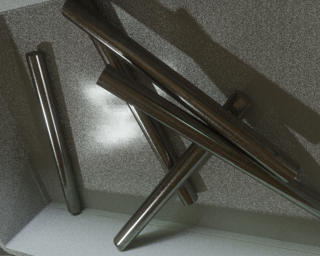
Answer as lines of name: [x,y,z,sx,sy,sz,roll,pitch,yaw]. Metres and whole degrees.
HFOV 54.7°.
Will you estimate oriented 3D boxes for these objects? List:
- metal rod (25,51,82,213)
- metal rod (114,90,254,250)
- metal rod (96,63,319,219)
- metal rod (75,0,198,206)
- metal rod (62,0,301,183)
metal rod: [-0.168,0.024,0.509,0.025,0.025,0.298,10,123,22]
metal rod: [0.016,0.072,0.410,0.025,0.025,0.298,37,119,3]
metal rod: [0.068,0.021,0.343,0.301,0.025,0.025,31,130,-9]
metal rod: [-0.024,-0.022,0.405,0.025,0.025,0.299,-16,110,34]
metal rod: [0.019,-0.044,0.333,0.300,0.025,0.025,37,129,4]
